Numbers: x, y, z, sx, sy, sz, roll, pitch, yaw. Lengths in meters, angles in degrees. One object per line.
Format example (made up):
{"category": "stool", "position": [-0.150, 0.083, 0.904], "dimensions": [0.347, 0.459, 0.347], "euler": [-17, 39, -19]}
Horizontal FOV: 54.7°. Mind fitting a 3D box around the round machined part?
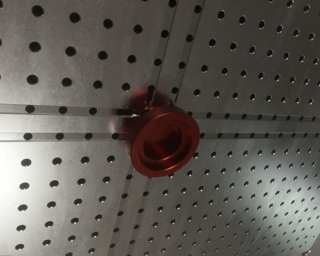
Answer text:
{"category": "round machined part", "position": [0.000, 0.014, 0.410], "dimensions": [0.099, 0.042, 0.097], "euler": [-14, 125, -21]}
